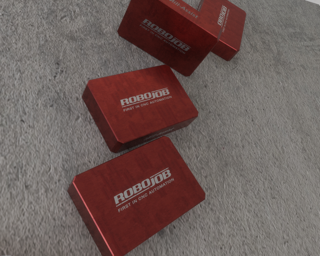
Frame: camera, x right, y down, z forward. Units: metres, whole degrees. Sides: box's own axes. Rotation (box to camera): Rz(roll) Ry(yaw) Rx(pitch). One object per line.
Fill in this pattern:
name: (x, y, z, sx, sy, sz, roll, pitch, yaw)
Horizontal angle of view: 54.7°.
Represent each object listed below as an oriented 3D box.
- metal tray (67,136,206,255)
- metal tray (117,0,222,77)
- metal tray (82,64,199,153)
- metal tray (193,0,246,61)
metal tray: (-0.022, 0.072, 0.345, 0.131, 0.030, 0.090, -23, 74, -36)
metal tray: (0.012, -0.142, 0.455, 0.130, 0.090, 0.030, 30, 52, -9)
metal tray: (-0.023, -0.030, 0.406, 0.131, 0.030, 0.090, -20, 72, -35)
metal tray: (0.109, -0.194, 0.577, 0.090, 0.030, 0.130, 28, 52, -11)
